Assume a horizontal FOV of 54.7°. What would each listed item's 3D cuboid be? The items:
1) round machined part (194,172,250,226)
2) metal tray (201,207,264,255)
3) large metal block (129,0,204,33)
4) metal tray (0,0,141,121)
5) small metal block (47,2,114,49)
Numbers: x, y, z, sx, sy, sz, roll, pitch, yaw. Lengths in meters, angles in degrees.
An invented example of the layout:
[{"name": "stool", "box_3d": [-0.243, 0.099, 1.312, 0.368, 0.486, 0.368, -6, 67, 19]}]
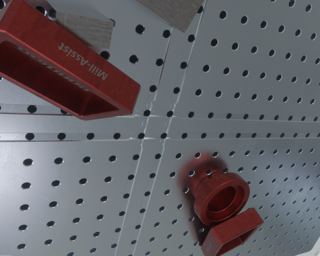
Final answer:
[{"name": "round machined part", "box_3d": [0.099, 0.115, 0.526, 0.099, 0.042, 0.097, -14, 124, -21]}, {"name": "metal tray", "box_3d": [0.130, 0.200, 0.573, 0.091, 0.030, 0.129, -21, 148, -16]}, {"name": "large metal block", "box_3d": [0.005, -0.153, 0.303, 0.080, 0.050, 0.080, 22, 107, -36]}, {"name": "metal tray", "box_3d": [-0.094, -0.051, 0.286, 0.130, 0.090, 0.030, 33, 64, -39]}, {"name": "small metal block", "box_3d": [-0.077, -0.097, 0.293, 0.050, 0.050, 0.025, 1, 118, -29]}]
